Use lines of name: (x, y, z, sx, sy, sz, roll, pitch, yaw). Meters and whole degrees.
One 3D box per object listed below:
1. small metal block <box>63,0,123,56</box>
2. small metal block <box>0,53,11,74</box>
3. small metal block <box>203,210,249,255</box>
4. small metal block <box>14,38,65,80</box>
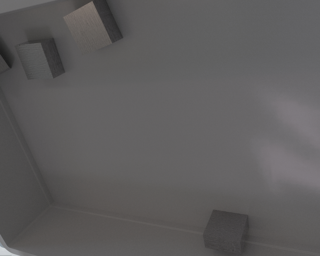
small metal block: (-0.081, -0.122, 0.376, 0.050, 0.025, 0.050, -12, 113, 33)
small metal block: (-0.264, -0.101, 0.467, 0.050, 0.050, 0.025, 61, 166, -15)
small metal block: (0.093, 0.144, 0.433, 0.050, 0.050, 0.025, 2, 119, 27)
small metal block: (-0.169, -0.097, 0.438, 0.050, 0.025, 0.050, 3, 120, 27)
